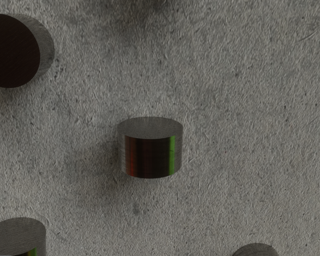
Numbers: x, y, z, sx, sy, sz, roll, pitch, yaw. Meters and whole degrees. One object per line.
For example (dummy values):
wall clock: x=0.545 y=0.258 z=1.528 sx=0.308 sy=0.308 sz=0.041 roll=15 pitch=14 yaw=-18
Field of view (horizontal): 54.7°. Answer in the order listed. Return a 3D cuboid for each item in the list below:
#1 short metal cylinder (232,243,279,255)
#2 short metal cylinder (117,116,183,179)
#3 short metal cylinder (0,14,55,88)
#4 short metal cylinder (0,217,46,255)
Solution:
short metal cylinder: x=0.155 y=0.228 z=0.482 sx=0.081 sy=0.050 sz=0.079 roll=0 pitch=110 yaw=0
short metal cylinder: x=-0.012 y=0.022 z=0.388 sx=0.081 sy=0.080 sz=0.050 roll=1 pitch=110 yaw=0
short metal cylinder: x=-0.171 y=-0.091 z=0.361 sx=0.081 sy=0.050 sz=0.079 roll=0 pitch=110 yaw=0
short metal cylinder: x=-0.206 y=0.173 z=0.442 sx=0.081 sy=0.080 sz=0.050 roll=7 pitch=110 yaw=-3
